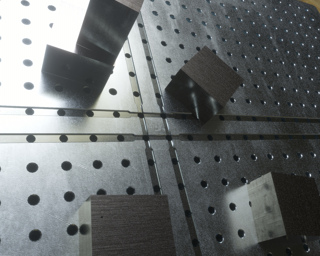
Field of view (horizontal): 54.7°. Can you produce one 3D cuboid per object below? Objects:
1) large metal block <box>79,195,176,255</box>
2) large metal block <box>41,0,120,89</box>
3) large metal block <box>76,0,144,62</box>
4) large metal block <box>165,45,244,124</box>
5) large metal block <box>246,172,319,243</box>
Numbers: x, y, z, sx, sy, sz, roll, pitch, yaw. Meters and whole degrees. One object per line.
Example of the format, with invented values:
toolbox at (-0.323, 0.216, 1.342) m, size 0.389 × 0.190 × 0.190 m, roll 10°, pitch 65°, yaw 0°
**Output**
large metal block at (-0.034, 0.112, 0.306) m, size 0.081 × 0.050 × 0.080 m, roll 6°, pitch 59°, yaw -26°
large metal block at (-0.101, -0.107, 0.404) m, size 0.081 × 0.050 × 0.080 m, roll 15°, pitch 55°, yaw -20°
large metal block at (-0.054, -0.142, 0.368) m, size 0.050 × 0.080 × 0.080 m, roll 23°, pitch 53°, yaw -15°
large metal block at (0.069, -0.067, 0.472) m, size 0.080 × 0.050 × 0.080 m, roll 42°, pitch 51°, yaw 0°
large metal block at (0.173, 0.110, 0.421) m, size 0.081 × 0.050 × 0.080 m, roll 10°, pitch 57°, yaw -23°
